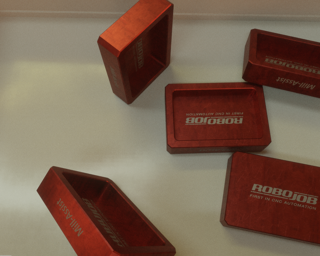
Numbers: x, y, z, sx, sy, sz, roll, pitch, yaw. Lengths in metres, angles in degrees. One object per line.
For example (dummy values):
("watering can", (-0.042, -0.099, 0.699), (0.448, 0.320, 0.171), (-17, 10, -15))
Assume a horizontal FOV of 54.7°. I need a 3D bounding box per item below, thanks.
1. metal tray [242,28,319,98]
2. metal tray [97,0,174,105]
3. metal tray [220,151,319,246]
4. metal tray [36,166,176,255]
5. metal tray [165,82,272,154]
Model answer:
("metal tray", (0.183, -0.089, 0.424), (0.131, 0.030, 0.090), (14, 48, 4))
("metal tray", (-0.025, -0.093, 0.388), (0.030, 0.130, 0.090), (39, 75, 13))
("metal tray", (0.146, 0.086, 0.378), (0.131, 0.030, 0.090), (11, 70, 3))
("metal tray", (-0.056, 0.092, 0.312), (0.130, 0.090, 0.030), (36, 97, 39))
("metal tray", (0.073, -0.014, 0.412), (0.131, 0.030, 0.090), (-1, 70, -1))
